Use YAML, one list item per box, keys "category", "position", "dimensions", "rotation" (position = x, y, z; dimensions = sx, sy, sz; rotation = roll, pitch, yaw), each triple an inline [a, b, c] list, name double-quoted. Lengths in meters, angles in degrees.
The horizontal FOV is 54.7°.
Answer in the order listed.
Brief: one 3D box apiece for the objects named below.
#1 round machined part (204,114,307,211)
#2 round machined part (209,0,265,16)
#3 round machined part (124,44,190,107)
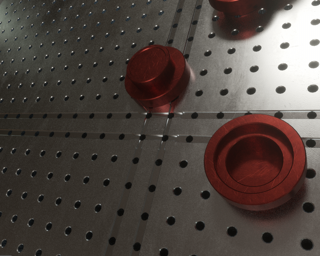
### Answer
- category: "round machined part"
  position: [0.099, 0.037, 0.322]
  dimensions: [0.098, 0.042, 0.098]
  rotation: [-13, 56, 20]
- category: "round machined part"
  position: [0.120, -0.207, 0.461]
  dimensions: [0.098, 0.042, 0.098]
  rotation: [-13, 56, 20]
- category: "round machined part"
  position: [-0.009, -0.082, 0.451]
  dimensions: [0.098, 0.042, 0.098]
  rotation: [-13, 56, 20]
